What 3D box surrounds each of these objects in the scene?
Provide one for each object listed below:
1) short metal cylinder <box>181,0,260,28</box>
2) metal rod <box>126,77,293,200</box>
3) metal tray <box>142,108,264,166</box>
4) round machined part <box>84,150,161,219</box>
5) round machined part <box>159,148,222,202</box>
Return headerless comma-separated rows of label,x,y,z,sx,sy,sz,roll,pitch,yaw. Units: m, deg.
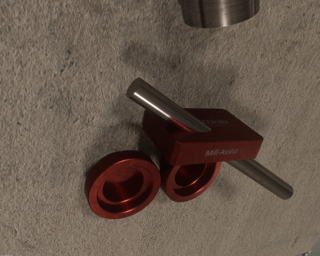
short metal cylinder,0.060,-0.142,0.317,0.081,0.080,0.050,-25,128,-14
metal rod,0.083,0.028,0.403,0.301,0.025,0.025,33,100,-29
metal tray,0.054,0.007,0.400,0.131,0.090,0.030,-1,119,-28
round machined part,-0.052,0.070,0.412,0.099,0.042,0.097,-14,124,-21
round machined part,0.038,0.055,0.448,0.099,0.042,0.097,-19,128,-27
